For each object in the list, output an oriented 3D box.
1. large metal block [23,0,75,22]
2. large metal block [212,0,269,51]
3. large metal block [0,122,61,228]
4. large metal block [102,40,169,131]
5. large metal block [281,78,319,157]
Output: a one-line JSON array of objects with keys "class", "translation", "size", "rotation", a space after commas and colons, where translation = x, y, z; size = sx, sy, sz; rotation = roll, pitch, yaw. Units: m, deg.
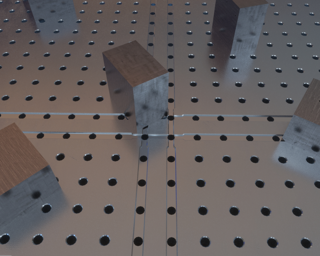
[{"class": "large metal block", "translation": [-0.225, -0.261, 0.610], "size": [0.080, 0.050, 0.080], "rotation": [-25, 55, -20]}, {"class": "large metal block", "translation": [0.134, -0.193, 0.535], "size": [0.050, 0.080, 0.080], "rotation": [-14, 52, -11]}, {"class": "large metal block", "translation": [-0.173, 0.052, 0.347], "size": [0.080, 0.050, 0.080], "rotation": [-35, 58, -26]}, {"class": "large metal block", "translation": [-0.032, -0.058, 0.421], "size": [0.050, 0.080, 0.080], "rotation": [-27, 55, -20]}, {"class": "large metal block", "translation": [0.217, -0.009, 0.400], "size": [0.080, 0.050, 0.080], "rotation": [27, 55, 21]}]
